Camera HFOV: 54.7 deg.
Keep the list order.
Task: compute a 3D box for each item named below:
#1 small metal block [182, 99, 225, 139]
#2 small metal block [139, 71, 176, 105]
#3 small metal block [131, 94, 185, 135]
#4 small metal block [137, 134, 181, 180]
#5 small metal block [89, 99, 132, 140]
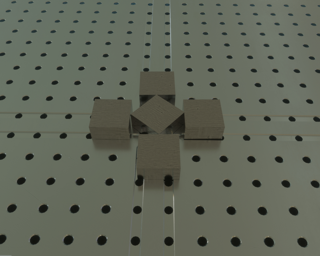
[{"bbox_3d":[0.057,-0.012,0.418,0.050,0.025,0.050,0,50,-1],"label":"small metal block"},{"bbox_3d":[-0.004,-0.057,0.456,0.050,0.025,0.050,0,50,-1],"label":"small metal block"},{"bbox_3d":[-0.003,-0.012,0.417,0.050,0.025,0.050,35,58,25],"label":"small metal block"},{"bbox_3d":[-0.002,0.035,0.378,0.050,0.025,0.050,0,50,0],"label":"small metal block"},{"bbox_3d":[-0.064,-0.012,0.417,0.050,0.025,0.050,1,50,0],"label":"small metal block"}]
